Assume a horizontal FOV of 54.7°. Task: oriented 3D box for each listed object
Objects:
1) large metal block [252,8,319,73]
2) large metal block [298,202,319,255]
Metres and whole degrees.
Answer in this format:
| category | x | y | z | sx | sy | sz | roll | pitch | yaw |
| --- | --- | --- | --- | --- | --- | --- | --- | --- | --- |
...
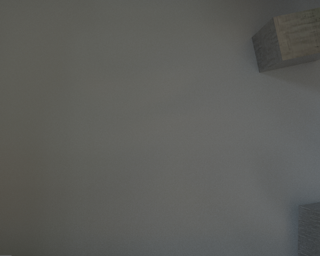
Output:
| category | x | y | z | sx | sy | sz | roll | pitch | yaw |
| --- | --- | --- | --- | --- | --- | --- | --- | --- | --- |
| large metal block | 0.171 | -0.108 | 0.386 | 0.080 | 0.080 | 0.050 | -12 | 90 | 0 |
| large metal block | 0.221 | 0.142 | 0.380 | 0.050 | 0.080 | 0.079 | 1 | 90 | -26 |
